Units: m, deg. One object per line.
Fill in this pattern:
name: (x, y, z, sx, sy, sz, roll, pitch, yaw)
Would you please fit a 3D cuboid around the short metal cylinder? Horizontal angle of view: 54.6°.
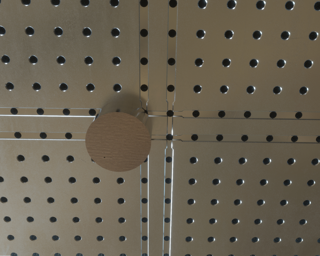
short metal cylinder: (-0.051, 0.010, 0.403, 0.080, 0.050, 0.079, 0, 110, 0)
